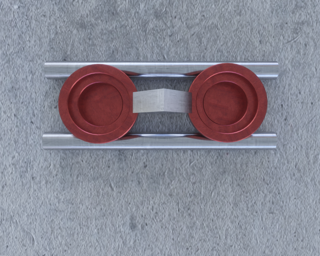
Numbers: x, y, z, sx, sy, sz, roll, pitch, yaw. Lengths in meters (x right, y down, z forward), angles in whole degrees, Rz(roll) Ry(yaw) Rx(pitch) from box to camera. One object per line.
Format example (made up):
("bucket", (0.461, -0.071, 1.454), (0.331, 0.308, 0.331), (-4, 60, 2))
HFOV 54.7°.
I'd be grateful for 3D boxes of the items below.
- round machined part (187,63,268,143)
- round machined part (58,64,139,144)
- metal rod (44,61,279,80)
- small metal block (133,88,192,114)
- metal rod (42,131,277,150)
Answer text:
("round machined part", (0.082, -0.031, 0.398), (0.099, 0.042, 0.097), (0, 90, 0))
("round machined part", (-0.075, -0.030, 0.398), (0.099, 0.042, 0.097), (0, 90, 0))
("metal rod", (0.002, -0.077, 0.411), (0.302, 0.025, 0.025), (0, 90, 0))
("small metal block", (0.003, -0.030, 0.372), (0.050, 0.050, 0.025), (0, 89, 43))
("metal rod", (0.000, 0.017, 0.411), (0.302, 0.025, 0.025), (0, 90, 0))
